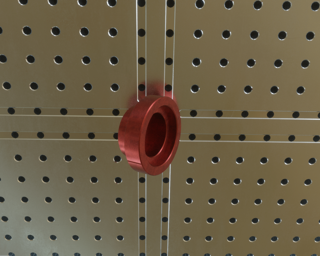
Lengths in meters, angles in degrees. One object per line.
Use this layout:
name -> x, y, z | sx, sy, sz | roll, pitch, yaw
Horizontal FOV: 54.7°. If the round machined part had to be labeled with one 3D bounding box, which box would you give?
round machined part -> -0.015, 0.007, 0.386 | 0.042, 0.099, 0.097 | 10, 114, 30
